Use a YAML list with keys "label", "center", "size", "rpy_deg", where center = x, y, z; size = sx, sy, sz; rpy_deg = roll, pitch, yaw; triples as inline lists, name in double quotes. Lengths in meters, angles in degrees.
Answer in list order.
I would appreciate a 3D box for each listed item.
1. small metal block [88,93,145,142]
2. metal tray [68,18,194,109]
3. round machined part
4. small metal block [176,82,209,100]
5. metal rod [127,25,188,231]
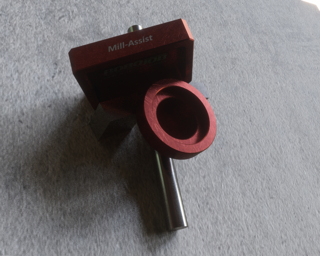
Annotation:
- label: "small metal block"
  center: [-0.051, -0.013, 0.370]
  size: [0.050, 0.050, 0.025]
  rpy_deg: [-21, 73, -36]
- label: "metal tray"
  center: [-0.028, -0.070, 0.363]
  size: [0.131, 0.090, 0.030]
  rpy_deg: [-17, 67, -4]
- label: "round machined part"
  center: [0.016, -0.007, 0.373]
  size: [0.099, 0.042, 0.098]
  rpy_deg: [14, 59, -24]
- label: "small metal block"
  center: [0.031, -0.040, 0.432]
  size: [0.050, 0.050, 0.025]
  rpy_deg: [-2, 63, -29]
- label: "metal rod"
  center: [-0.009, -0.018, 0.413]
  size: [0.025, 0.025, 0.299]
  rpy_deg: [2, 61, -28]
